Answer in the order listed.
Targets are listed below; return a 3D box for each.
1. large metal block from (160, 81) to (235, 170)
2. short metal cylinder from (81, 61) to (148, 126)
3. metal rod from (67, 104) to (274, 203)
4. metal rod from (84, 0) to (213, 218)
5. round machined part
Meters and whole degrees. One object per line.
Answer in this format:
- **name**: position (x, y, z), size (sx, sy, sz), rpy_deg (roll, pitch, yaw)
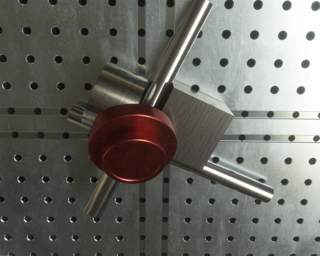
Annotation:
- **large metal block**: position (0.034, -0.005, 0.395), size (0.080, 0.050, 0.080), rpy_deg (24, 108, -9)
- **short metal cylinder**: position (-0.054, -0.033, 0.371), size (0.050, 0.080, 0.080), rpy_deg (24, 108, -9)
- **metal rod**: position (0.021, 0.038, 0.427), size (0.302, 0.025, 0.025), rpy_deg (23, 108, -9)
- **metal rod**: position (-0.019, -0.018, 0.386), size (0.025, 0.025, 0.298), rpy_deg (27, 100, -10)
- **round machined part**: position (-0.029, 0.024, 0.343), size (0.099, 0.042, 0.097), rpy_deg (-5, 130, -5)
